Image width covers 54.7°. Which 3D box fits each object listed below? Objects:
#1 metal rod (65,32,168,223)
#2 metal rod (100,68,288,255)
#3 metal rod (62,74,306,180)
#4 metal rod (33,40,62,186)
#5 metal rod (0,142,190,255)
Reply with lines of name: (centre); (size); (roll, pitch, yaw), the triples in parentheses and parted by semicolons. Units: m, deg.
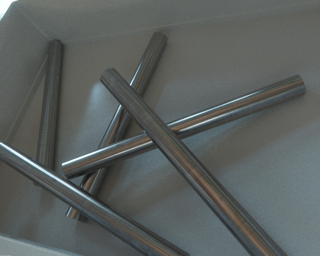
metal rod: (-0.054, -0.015, 0.443); (0.025, 0.025, 0.300); (10, 66, 32)
metal rod: (0.023, 0.032, 0.333); (0.025, 0.025, 0.300); (-42, 63, 0)
metal rod: (0.021, 0.003, 0.375); (0.301, 0.025, 0.025); (-20, 54, 9)
metal rod: (-0.188, -0.043, 0.530); (0.025, 0.025, 0.299); (-20, 54, 16)
metal rod: (-0.101, 0.084, 0.375); (0.300, 0.025, 0.025); (23, 74, 26)
